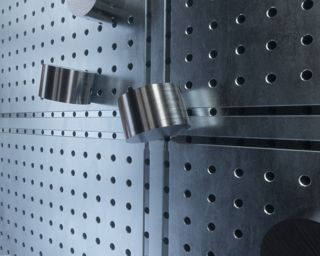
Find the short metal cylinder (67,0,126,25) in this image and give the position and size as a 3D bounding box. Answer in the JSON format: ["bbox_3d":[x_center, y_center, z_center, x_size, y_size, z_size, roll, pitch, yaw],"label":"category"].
[{"bbox_3d":[-0.097,-0.203,0.471,0.080,0.050,0.079,0,90,39],"label":"short metal cylinder"}]

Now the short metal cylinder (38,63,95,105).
[{"bbox_3d":[-0.147,-0.070,0.492,0.080,0.081,0.050,19,102,38],"label":"short metal cylinder"}]

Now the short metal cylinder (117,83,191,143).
[{"bbox_3d":[-0.008,-0.016,0.378,0.080,0.081,0.050,-22,76,37],"label":"short metal cylinder"}]

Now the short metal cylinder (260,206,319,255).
[{"bbox_3d":[0.139,0.116,0.278,0.080,0.050,0.079,0,90,39],"label":"short metal cylinder"}]
